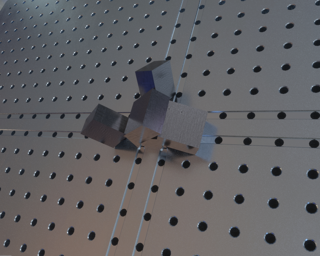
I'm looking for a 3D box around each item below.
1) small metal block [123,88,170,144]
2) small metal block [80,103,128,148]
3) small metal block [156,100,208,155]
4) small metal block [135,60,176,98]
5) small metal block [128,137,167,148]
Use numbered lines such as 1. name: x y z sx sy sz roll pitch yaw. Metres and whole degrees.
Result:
1. small metal block: -0.017 -0.014 0.379 0.050 0.025 0.050 -27 43 55
2. small metal block: -0.072 -0.002 0.419 0.050 0.050 0.025 -37 34 51
3. small metal block: 0.027 0.000 0.381 0.050 0.025 0.050 16 66 1
4. small metal block: -0.005 -0.060 0.419 0.025 0.050 0.050 3 27 30
5. small metal block: -0.011 -0.003 0.417 0.050 0.025 0.050 3 63 29
